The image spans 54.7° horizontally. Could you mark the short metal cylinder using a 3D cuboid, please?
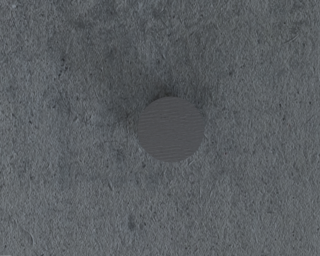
[{"bbox_3d":[0.013,0.002,0.399,0.081,0.050,0.079,0,90,-1],"label":"short metal cylinder"}]
